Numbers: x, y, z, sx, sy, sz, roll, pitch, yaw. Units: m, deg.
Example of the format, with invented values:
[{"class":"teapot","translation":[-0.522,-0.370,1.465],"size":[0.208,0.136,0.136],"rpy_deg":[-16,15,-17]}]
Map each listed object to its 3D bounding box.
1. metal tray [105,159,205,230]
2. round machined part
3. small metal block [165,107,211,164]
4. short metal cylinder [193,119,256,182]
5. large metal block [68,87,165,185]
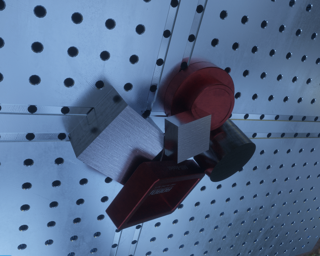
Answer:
[{"class":"metal tray","translation":[-0.001,0.087,0.424],"size":[0.090,0.030,0.131],"rpy_deg":[-54,151,19]},{"class":"round machined part","translation":[0.059,-0.034,0.411],"size":[0.099,0.042,0.097],"rpy_deg":[-14,124,-21]},{"class":"small metal block","translation":[0.033,0.008,0.374],"size":[0.050,0.025,0.050],"rpy_deg":[-20,124,-31]},{"class":"short metal cylinder","translation":[0.091,0.033,0.450],"size":[0.081,0.050,0.080],"rpy_deg":[-25,145,-19]},{"class":"large metal block","translation":[-0.049,0.012,0.376],"size":[0.080,0.050,0.080],"rpy_deg":[-46,129,4]}]
